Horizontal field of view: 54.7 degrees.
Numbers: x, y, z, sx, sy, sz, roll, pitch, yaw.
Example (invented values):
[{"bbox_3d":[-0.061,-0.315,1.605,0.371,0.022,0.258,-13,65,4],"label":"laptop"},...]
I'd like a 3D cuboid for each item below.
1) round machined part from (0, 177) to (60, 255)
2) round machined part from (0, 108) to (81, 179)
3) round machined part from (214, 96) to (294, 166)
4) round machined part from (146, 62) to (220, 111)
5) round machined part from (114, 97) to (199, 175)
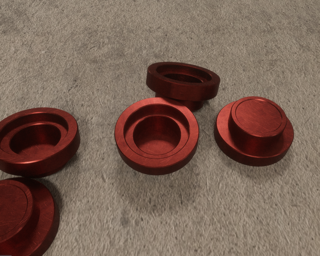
[{"bbox_3d":[-0.157,0.092,0.313,0.099,0.042,0.098,0,50,0],"label":"round machined part"},{"bbox_3d":[-0.144,0.021,0.366,0.099,0.042,0.098,1,39,-1],"label":"round machined part"},{"bbox_3d":[0.121,-0.003,0.396,0.099,0.042,0.098,0,50,0],"label":"round machined part"},{"bbox_3d":[0.029,-0.056,0.425,0.099,0.042,0.098,7,27,-3],"label":"round machined part"},{"bbox_3d":[-0.003,0.013,0.376,0.099,0.042,0.098,0,56,1],"label":"round machined part"}]
